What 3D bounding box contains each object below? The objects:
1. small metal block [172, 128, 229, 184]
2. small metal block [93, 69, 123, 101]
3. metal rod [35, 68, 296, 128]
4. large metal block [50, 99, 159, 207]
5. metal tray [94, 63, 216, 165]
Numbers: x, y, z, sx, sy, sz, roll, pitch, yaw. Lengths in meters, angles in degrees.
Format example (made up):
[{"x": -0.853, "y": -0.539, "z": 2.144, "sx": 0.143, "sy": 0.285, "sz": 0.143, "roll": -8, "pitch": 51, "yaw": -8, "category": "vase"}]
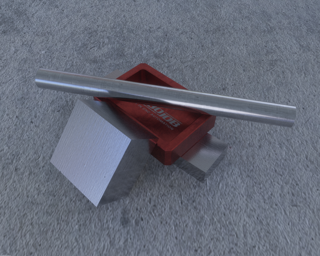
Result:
[{"x": 0.047, "y": 0.031, "z": 0.379, "sx": 0.050, "sy": 0.025, "sz": 0.050, "roll": 31, "pitch": 56, "yaw": 23, "category": "small metal block"}, {"x": -0.064, "y": -0.053, "z": 0.448, "sx": 0.050, "sy": 0.025, "sz": 0.050, "roll": 37, "pitch": 59, "yaw": 26, "category": "small metal block"}, {"x": 0.000, "y": -0.037, "z": 0.364, "sx": 0.302, "sy": 0.025, "sz": 0.025, "roll": 9, "pitch": 51, "yaw": 7, "category": "metal rod"}, {"x": -0.062, "y": 0.024, "z": 0.337, "sx": 0.080, "sy": 0.080, "sz": 0.050, "roll": 35, "pitch": 17, "yaw": 26, "category": "large metal block"}, {"x": -0.007, "y": -0.023, "z": 0.387, "sx": 0.130, "sy": 0.030, "sz": 0.090, "roll": 36, "pitch": 58, "yaw": 26, "category": "metal tray"}]
